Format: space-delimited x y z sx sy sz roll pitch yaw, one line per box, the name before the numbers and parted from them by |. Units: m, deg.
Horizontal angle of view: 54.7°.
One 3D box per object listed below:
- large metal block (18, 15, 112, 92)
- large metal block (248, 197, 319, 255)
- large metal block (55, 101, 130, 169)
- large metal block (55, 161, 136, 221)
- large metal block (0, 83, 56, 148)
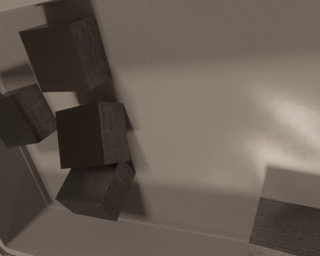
large metal block | -0.118 -0.093 0.395 0.080 0.050 0.079 2 119 27
large metal block | 0.156 0.137 0.375 0.080 0.080 0.050 8 122 24
large metal block | -0.093 0.011 0.426 0.080 0.050 0.080 -9 85 32
large metal block | -0.095 0.087 0.466 0.080 0.080 0.050 1 142 27
large metal block | -0.221 -0.019 0.495 0.080 0.050 0.080 -9 114 31
